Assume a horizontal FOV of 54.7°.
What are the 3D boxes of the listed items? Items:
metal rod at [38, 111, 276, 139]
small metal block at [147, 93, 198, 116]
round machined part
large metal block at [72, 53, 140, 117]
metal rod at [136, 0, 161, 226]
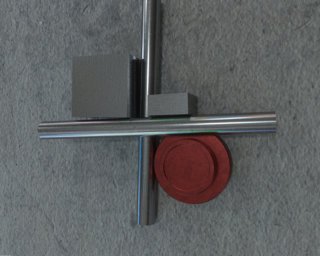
[{"bbox_3d":[-0.015,-0.001,0.388,0.301,0.025,0.025,-2,90,15],"label":"metal rod"},{"bbox_3d":[0.017,-0.028,0.390,0.050,0.050,0.025,-1,90,19],"label":"small metal block"},{"bbox_3d":[0.038,0.047,0.386,0.098,0.042,0.097,0,90,19],"label":"round machined part"},{"bbox_3d":[-0.070,-0.054,0.420,0.080,0.050,0.079,1,90,19],"label":"large metal block"},{"bbox_3d":[-0.015,-0.022,0.414,0.025,0.025,0.298,2,91,19],"label":"metal rod"}]
